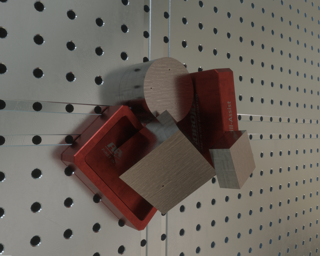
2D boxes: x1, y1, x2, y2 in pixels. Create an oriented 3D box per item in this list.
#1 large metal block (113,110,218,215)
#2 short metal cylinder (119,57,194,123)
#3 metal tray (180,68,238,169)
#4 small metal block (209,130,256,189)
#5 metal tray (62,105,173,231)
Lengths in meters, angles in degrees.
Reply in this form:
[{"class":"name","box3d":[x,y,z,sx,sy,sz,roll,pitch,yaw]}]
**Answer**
[{"class":"large metal block","box3d":[0.006,0.040,0.359,0.080,0.050,0.080,-39,121,6]},{"class":"short metal cylinder","box3d":[-0.004,-0.045,0.391,0.081,0.050,0.079,0,90,-40]},{"class":"metal tray","box3d":[0.059,-0.010,0.418,0.030,0.090,0.129,-12,98,-40]},{"class":"small metal block","box3d":[0.086,0.036,0.360,0.050,0.025,0.050,-35,113,-47]},{"class":"metal tray","box3d":[-0.040,0.048,0.373,0.090,0.030,0.130,-51,120,-28]}]
